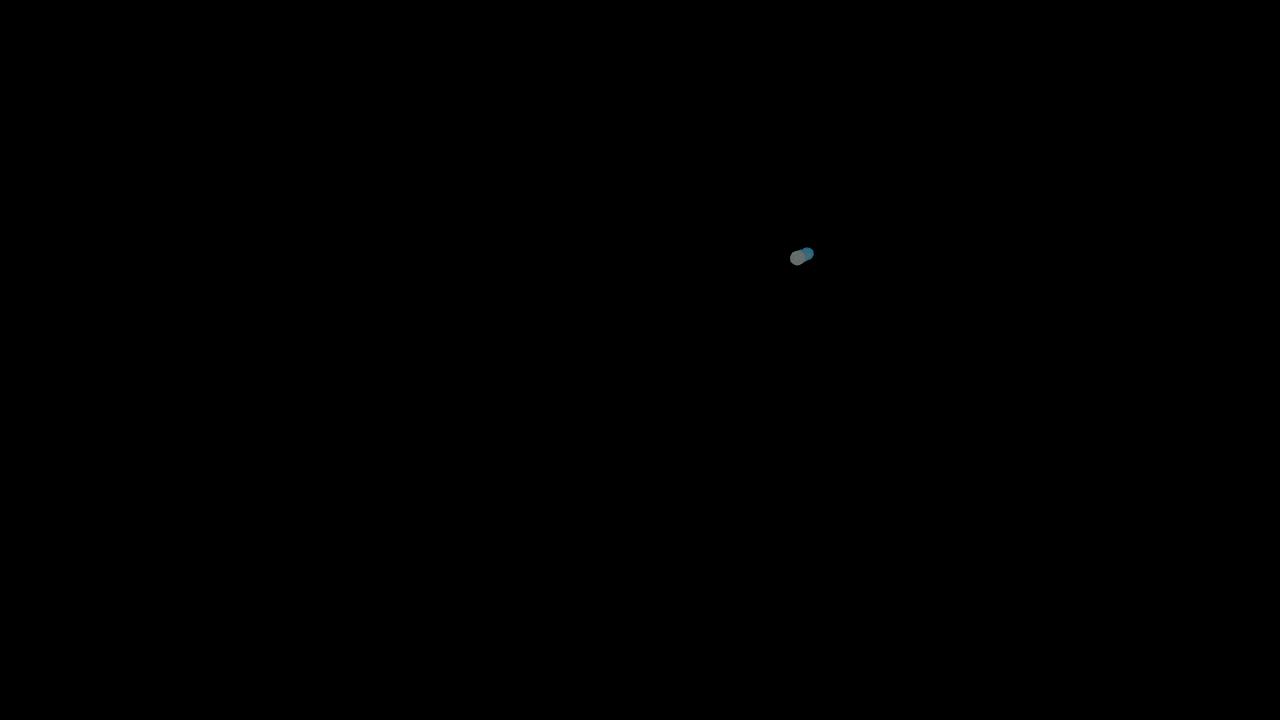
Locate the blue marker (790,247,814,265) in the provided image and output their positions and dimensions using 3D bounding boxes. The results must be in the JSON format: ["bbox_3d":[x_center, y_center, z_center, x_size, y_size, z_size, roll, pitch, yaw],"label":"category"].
[{"bbox_3d":[0.227,-0.145,0.856,0.020,0.020,0.121,0,12,22],"label":"blue marker"}]
